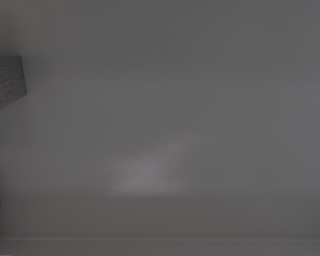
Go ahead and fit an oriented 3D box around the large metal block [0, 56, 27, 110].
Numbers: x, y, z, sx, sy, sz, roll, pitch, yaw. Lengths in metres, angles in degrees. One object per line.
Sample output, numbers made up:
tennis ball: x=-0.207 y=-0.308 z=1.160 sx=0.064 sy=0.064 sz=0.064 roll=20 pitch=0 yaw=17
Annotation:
large metal block: x=-0.215 y=-0.053 z=0.360 sx=0.080 sy=0.080 sz=0.050 roll=-1 pitch=110 yaw=0
